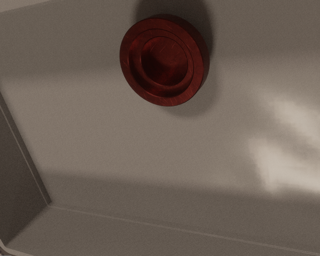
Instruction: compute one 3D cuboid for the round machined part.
[{"bbox_3d":[0.008,-0.077,0.345,0.098,0.042,0.097,13,124,20],"label":"round machined part"}]
